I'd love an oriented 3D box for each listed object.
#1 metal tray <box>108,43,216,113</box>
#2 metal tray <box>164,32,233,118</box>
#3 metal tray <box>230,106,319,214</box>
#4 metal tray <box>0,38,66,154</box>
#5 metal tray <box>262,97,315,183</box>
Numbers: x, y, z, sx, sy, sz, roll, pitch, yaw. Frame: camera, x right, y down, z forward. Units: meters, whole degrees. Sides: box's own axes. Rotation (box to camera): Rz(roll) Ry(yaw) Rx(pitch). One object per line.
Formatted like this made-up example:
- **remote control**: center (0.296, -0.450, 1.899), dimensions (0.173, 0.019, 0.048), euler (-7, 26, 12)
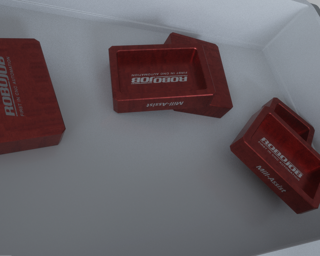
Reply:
- **metal tray**: center (0.000, -0.069, 0.417), dimensions (0.131, 0.030, 0.090), euler (-5, 62, -10)
- **metal tray**: center (0.057, -0.083, 0.483), dimensions (0.091, 0.030, 0.130), euler (8, 58, -24)
- **metal tray**: center (0.169, 0.041, 0.428), dimensions (0.130, 0.030, 0.090), euler (44, 51, 2)
- **metal tray**: center (-0.166, -0.038, 0.336), dimensions (0.091, 0.030, 0.130), euler (-10, 67, -32)
- **metal tray**: center (0.191, 0.021, 0.492), dimensions (0.090, 0.030, 0.131), euler (39, 51, -2)
